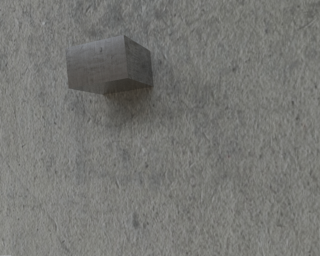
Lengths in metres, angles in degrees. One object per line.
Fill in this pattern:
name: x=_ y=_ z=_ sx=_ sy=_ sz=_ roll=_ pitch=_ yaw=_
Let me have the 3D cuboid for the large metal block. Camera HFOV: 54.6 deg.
large metal block: x=-0.062 y=-0.077 z=0.402 sx=0.080 sy=0.080 sz=0.050 roll=-7 pitch=88 yaw=20
